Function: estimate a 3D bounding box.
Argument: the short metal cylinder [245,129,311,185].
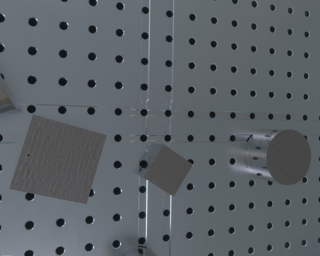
[{"bbox_3d":[0.176,0.042,0.465,0.081,0.050,0.079,0,90,-20],"label":"short metal cylinder"}]

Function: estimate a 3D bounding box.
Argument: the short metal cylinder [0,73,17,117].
[{"bbox_3d":[-0.189,-0.045,0.314,0.050,0.080,0.080,-27,99,-18],"label":"short metal cylinder"}]

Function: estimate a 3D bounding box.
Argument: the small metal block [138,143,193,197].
[{"bbox_3d":[0.007,0.056,0.416,0.050,0.025,0.050,36,79,-17],"label":"small metal block"}]

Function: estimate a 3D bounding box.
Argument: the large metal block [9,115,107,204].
[{"bbox_3d":[-0.116,0.035,0.357,0.081,0.050,0.080,17,84,-19],"label":"large metal block"}]

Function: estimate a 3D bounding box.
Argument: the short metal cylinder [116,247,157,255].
[{"bbox_3d":[-0.026,0.199,0.390,0.081,0.050,0.079,0,90,-20],"label":"short metal cylinder"}]
